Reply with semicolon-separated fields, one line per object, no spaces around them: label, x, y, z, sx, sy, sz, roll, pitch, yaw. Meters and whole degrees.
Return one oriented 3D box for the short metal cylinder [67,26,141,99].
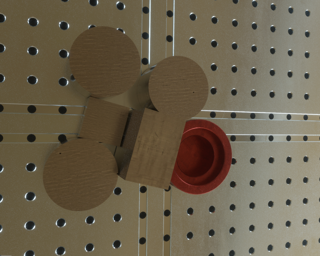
short metal cylinder;-0.069;-0.075;0.373;0.081;0.050;0.080;0;90;-20

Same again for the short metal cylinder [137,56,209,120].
short metal cylinder;0.016;-0.049;0.405;0.081;0.050;0.080;0;90;-20

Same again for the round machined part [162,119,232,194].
round machined part;0.044;0.037;0.420;0.099;0.042;0.097;0;90;-20

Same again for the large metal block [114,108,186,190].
large metal block;-0.017;0.023;0.374;0.050;0.080;0.080;17;85;-19

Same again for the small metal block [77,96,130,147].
small metal block;-0.071;-0.007;0.386;0.050;0.025;0.050;16;85;-20

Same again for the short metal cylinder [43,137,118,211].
short metal cylinder;-0.094;0.051;0.364;0.081;0.050;0.080;0;90;-20
